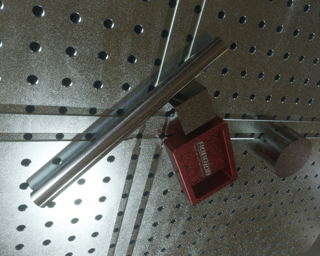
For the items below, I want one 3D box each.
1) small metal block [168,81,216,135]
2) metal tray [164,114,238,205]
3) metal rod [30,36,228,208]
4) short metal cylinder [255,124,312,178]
[{"bbox_3d":[0.043,-0.027,0.420,0.050,0.025,0.050,-32,129,-8],"label":"small metal block"},{"bbox_3d":[0.068,0.051,0.478,0.090,0.030,0.129,-29,129,-10],"label":"metal tray"},{"bbox_3d":[-0.037,-0.008,0.387,0.300,0.025,0.025,-41,130,-1],"label":"metal rod"},{"bbox_3d":[0.215,0.040,0.540,0.081,0.050,0.079,-14,125,-21],"label":"short metal cylinder"}]
